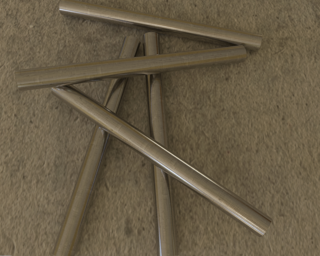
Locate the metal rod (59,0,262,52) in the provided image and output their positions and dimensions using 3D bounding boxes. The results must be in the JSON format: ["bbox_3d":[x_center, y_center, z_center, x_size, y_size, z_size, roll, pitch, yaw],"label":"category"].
[{"bbox_3d":[-0.001,-0.155,0.464,0.302,0.025,0.025,12,71,4],"label":"metal rod"}]

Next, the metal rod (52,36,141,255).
[{"bbox_3d":[-0.076,0.010,0.403,0.025,0.025,0.299,13,70,4],"label":"metal rod"}]

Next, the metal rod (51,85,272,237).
[{"bbox_3d":[-0.007,0.028,0.369,0.301,0.025,0.025,33,73,11],"label":"metal rod"}]

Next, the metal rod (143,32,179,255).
[{"bbox_3d":[-0.002,0.006,0.405,0.025,0.025,0.299,-4,70,-2],"label":"metal rod"}]

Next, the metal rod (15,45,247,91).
[{"bbox_3d":[-0.024,-0.081,0.405,0.302,0.025,0.025,-10,70,-17],"label":"metal rod"}]
